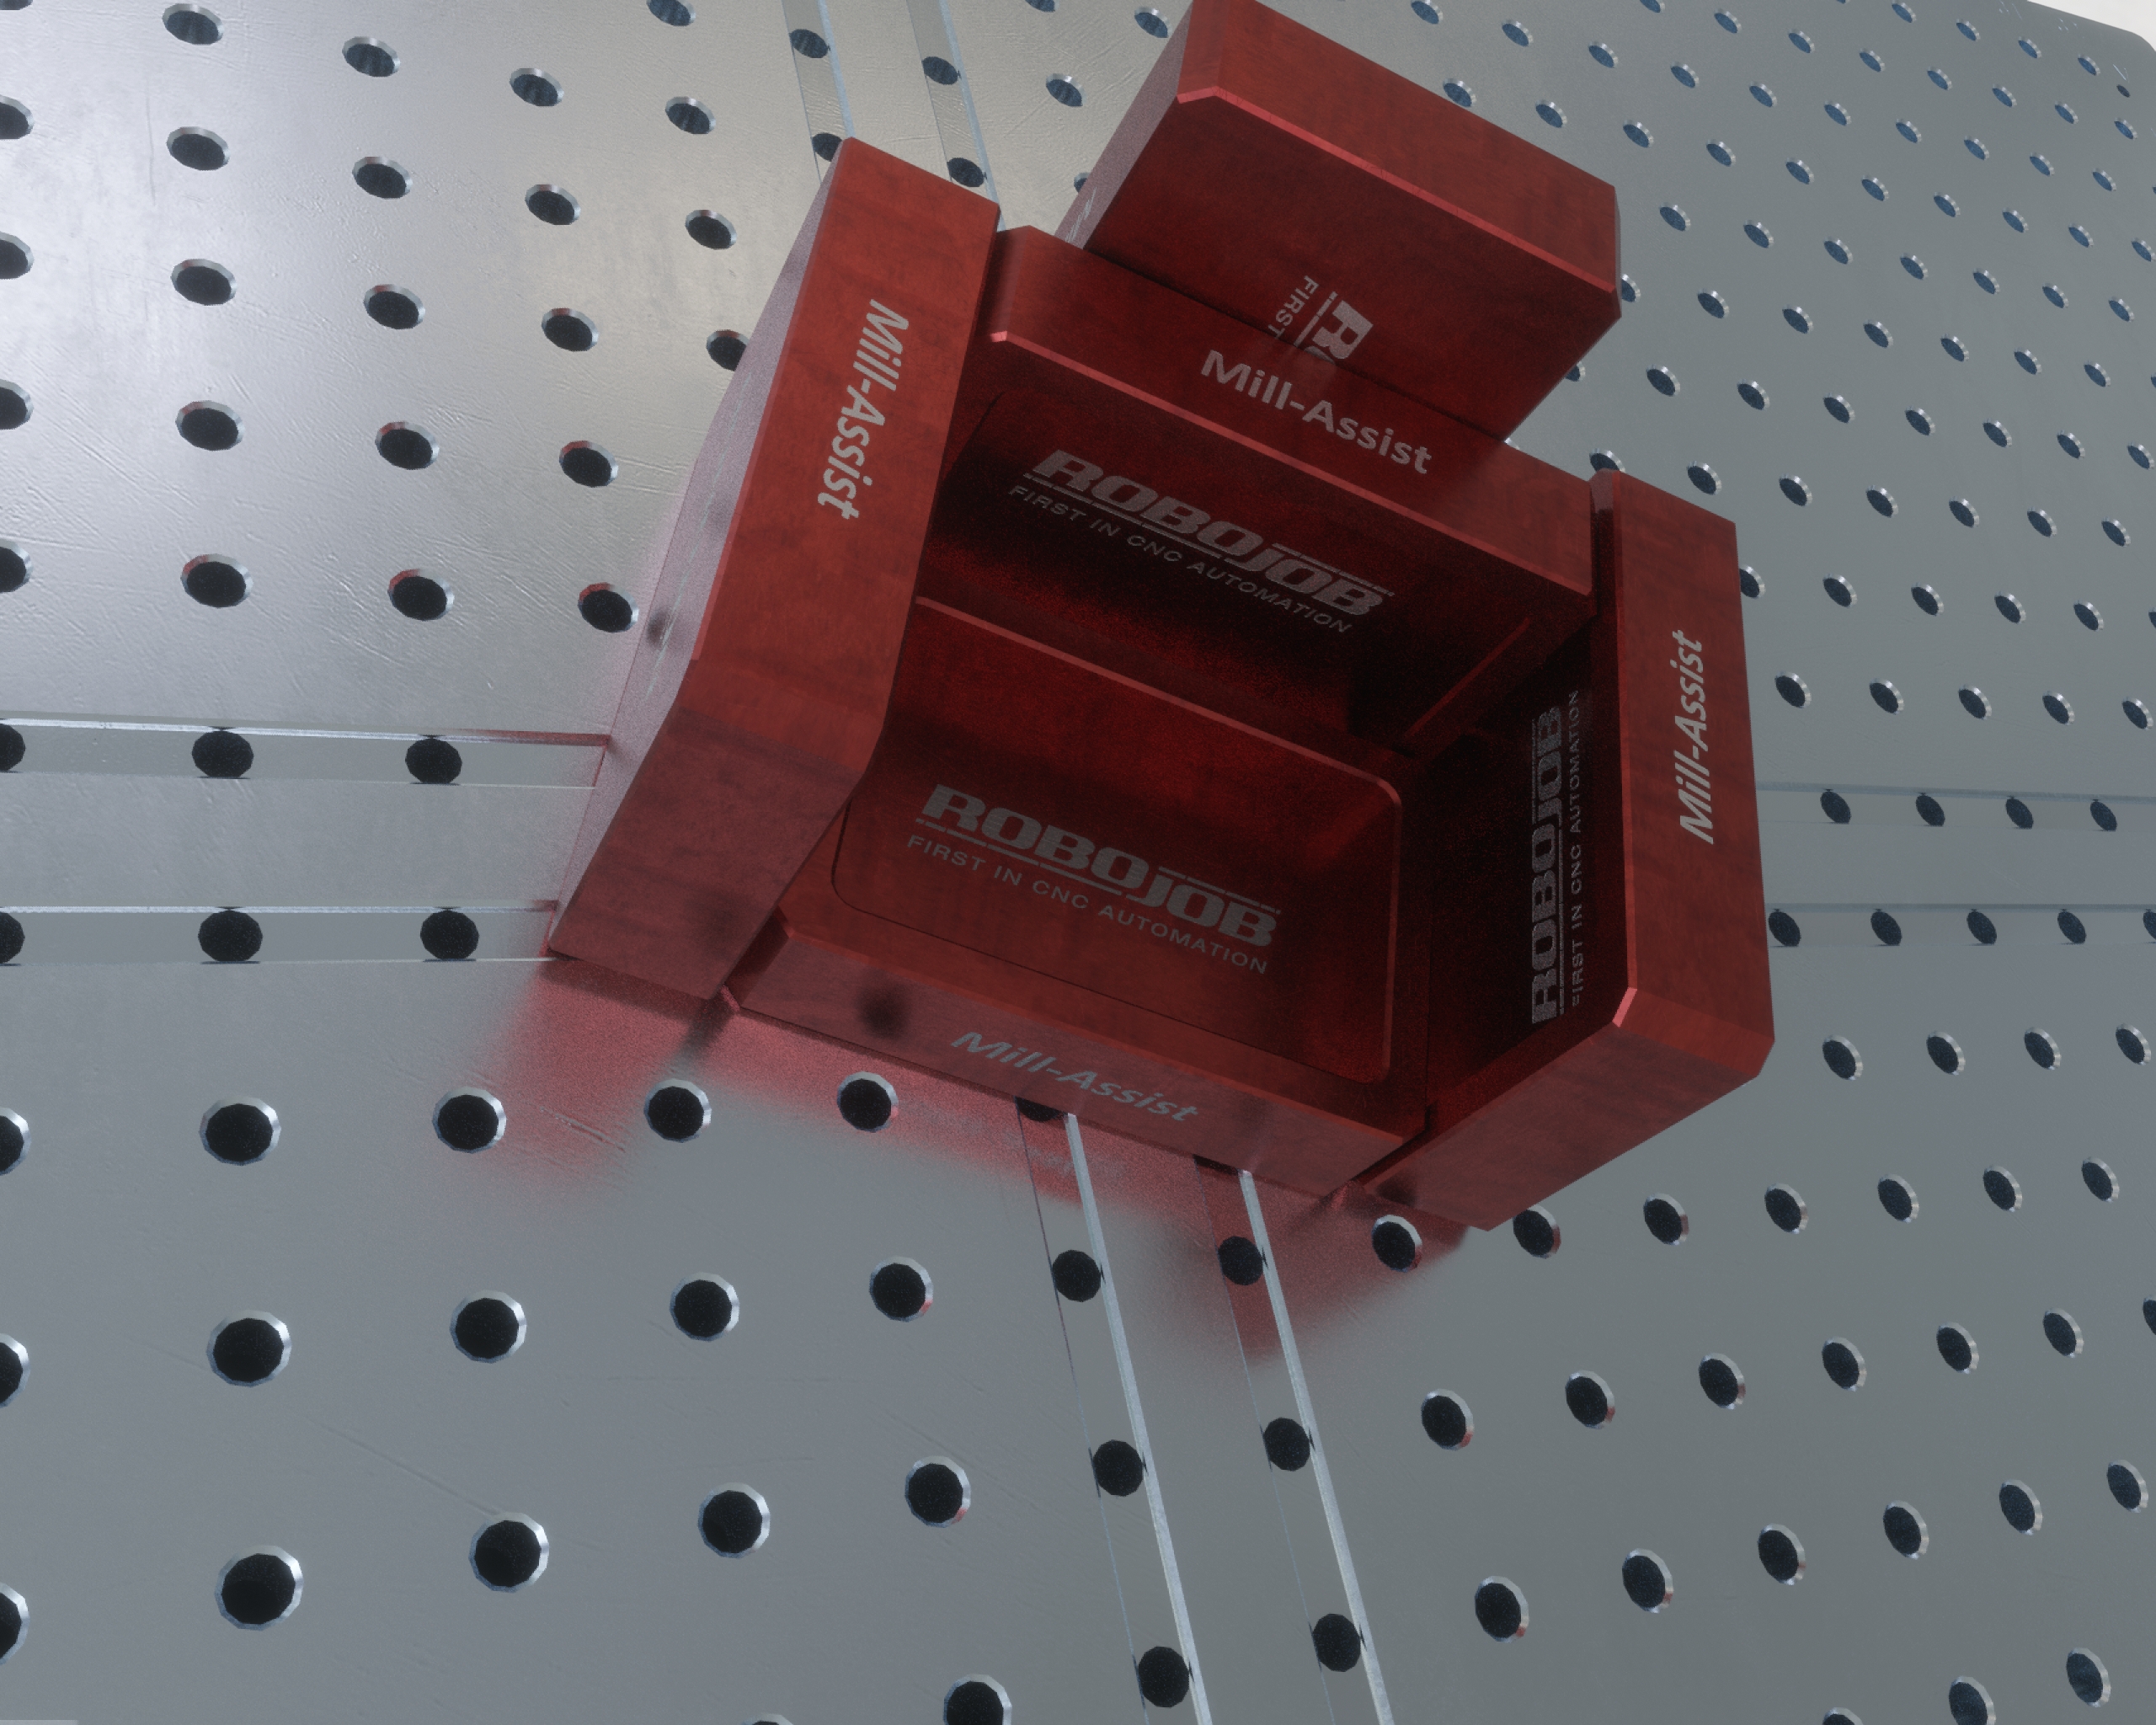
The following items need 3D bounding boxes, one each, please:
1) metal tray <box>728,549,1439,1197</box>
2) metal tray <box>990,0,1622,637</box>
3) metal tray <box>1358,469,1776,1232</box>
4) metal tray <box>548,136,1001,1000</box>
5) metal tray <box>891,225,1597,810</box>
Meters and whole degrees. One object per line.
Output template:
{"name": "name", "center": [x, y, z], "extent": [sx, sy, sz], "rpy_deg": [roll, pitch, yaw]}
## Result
{"name": "metal tray", "center": [0.006, 0.002, 0.405], "extent": [0.131, 0.030, 0.090], "rpy_deg": [20, 54, -17]}
{"name": "metal tray", "center": [0.034, -0.097, 0.417], "extent": [0.090, 0.129, 0.030], "rpy_deg": [21, 54, -16]}
{"name": "metal tray", "center": [0.094, -0.003, 0.417], "extent": [0.030, 0.090, 0.130], "rpy_deg": [20, 54, -17]}
{"name": "metal tray", "center": [-0.053, -0.052, 0.369], "extent": [0.030, 0.090, 0.130], "rpy_deg": [20, 54, -17]}
{"name": "metal tray", "center": [0.025, -0.062, 0.417], "extent": [0.131, 0.090, 0.030], "rpy_deg": [20, 55, -17]}
